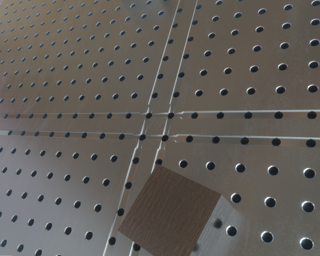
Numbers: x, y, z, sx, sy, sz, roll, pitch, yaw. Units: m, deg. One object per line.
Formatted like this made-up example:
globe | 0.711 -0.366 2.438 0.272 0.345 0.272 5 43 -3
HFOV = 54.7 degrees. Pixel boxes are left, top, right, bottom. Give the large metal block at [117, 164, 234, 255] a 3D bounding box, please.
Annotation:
large metal block | 0.018 0.095 0.324 0.080 0.050 0.080 21 73 35
